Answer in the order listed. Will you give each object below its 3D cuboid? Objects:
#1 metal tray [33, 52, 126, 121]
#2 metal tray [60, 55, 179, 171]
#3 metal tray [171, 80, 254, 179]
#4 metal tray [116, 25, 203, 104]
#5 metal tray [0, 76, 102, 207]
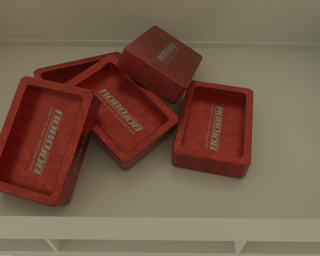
[{"bbox_3d":[-0.107,-0.061,0.449,0.131,0.030,0.090,-16,52,-14],"label":"metal tray"},{"bbox_3d":[-0.052,-0.023,0.390,0.090,0.030,0.130,-40,75,-21],"label":"metal tray"},{"bbox_3d":[0.071,-0.004,0.403,0.090,0.030,0.130,10,51,7],"label":"metal tray"},{"bbox_3d":[0.005,-0.093,0.434,0.090,0.030,0.130,33,34,-3],"label":"metal tray"},{"bbox_3d":[-0.130,0.014,0.349,0.090,0.030,0.129,13,79,10],"label":"metal tray"}]
